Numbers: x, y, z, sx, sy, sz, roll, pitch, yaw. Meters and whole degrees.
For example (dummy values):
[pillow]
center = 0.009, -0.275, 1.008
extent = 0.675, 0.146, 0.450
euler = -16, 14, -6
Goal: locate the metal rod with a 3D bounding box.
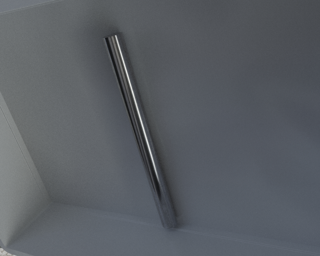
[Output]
[metal rod]
center = -0.021, 0.020, 0.430
extent = 0.025, 0.025, 0.298
euler = -1, 118, 28
